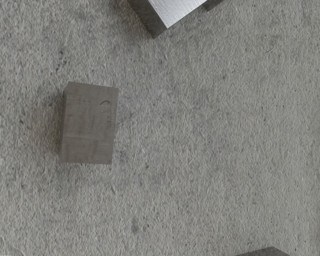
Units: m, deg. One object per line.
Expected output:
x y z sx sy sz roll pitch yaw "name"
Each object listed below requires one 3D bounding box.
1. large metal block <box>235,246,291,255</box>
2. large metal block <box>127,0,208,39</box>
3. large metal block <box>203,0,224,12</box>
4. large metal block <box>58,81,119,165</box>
0.151 0.229 0.452 0.081 0.050 0.079 -4 92 -20 "large metal block"
0.007 -0.176 0.398 0.080 0.050 0.080 -40 103 -16 "large metal block"
0.091 -0.214 0.413 0.050 0.080 0.080 44 76 -15 "large metal block"
-0.084 -0.004 0.349 0.050 0.080 0.080 6 88 -20 "large metal block"
